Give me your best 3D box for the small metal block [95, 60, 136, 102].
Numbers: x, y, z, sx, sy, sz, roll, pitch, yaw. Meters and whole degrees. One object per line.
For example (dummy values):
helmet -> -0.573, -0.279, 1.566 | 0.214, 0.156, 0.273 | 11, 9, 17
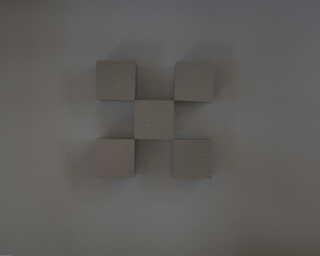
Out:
small metal block -> -0.057, -0.061, 0.409 | 0.050, 0.025, 0.050 | 2, 90, 0

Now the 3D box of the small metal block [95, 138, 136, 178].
small metal block -> -0.058, 0.039, 0.409 | 0.050, 0.025, 0.050 | 1, 90, 0

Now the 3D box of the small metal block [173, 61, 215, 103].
small metal block -> 0.044, -0.059, 0.409 | 0.050, 0.025, 0.050 | 2, 90, 0

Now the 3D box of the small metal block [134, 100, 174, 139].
small metal block -> -0.007, -0.011, 0.409 | 0.050, 0.025, 0.050 | 1, 90, 0

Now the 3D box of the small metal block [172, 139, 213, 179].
small metal block -> 0.042, 0.040, 0.409 | 0.050, 0.025, 0.050 | 1, 90, 0
